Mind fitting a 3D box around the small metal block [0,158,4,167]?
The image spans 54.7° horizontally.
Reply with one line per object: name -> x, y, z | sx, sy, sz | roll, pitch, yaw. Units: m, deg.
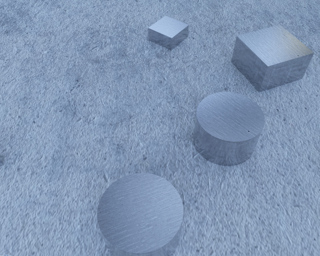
small metal block -> -0.227, 0.036, 0.372 | 0.050, 0.025, 0.050 | -35, 58, -26

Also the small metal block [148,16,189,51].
small metal block -> 0.015, -0.168, 0.544 | 0.050, 0.025, 0.050 | 30, 56, 23

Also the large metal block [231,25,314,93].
large metal block -> 0.170, -0.109, 0.480 | 0.081, 0.050, 0.080 | -18, 52, -15

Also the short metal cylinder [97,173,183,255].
short metal cylinder -> -0.018, 0.092, 0.309 | 0.081, 0.050, 0.080 | 0, 50, 0

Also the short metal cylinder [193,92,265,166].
short metal cylinder -> 0.084, 0.000, 0.387 | 0.081, 0.050, 0.080 | 0, 50, 0
